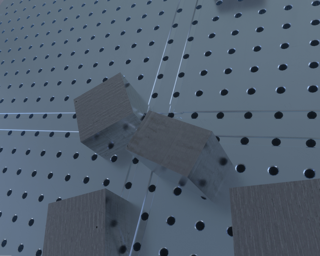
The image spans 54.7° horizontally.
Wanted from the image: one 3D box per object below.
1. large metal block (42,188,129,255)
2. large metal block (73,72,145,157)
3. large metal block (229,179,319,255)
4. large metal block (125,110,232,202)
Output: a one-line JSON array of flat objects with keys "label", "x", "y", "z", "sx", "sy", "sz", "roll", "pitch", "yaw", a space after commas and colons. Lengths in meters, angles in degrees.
[{"label": "large metal block", "x": -0.084, "y": 0.124, "z": 0.358, "sx": 0.080, "sy": 0.050, "sz": 0.080, "roll": -18, "pitch": 55, "yaw": 17}, {"label": "large metal block", "x": -0.069, "y": -0.018, "z": 0.438, "sx": 0.080, "sy": 0.050, "sz": 0.080, "roll": -28, "pitch": 52, "yaw": 10}, {"label": "large metal block", "x": 0.111, "y": 0.095, "z": 0.275, "sx": 0.080, "sy": 0.050, "sz": 0.080, "roll": -11, "pitch": 57, "yaw": 22}, {"label": "large metal block", "x": 0.023, "y": 0.031, "z": 0.341, "sx": 0.080, "sy": 0.080, "sz": 0.050, "roll": 20, "pitch": 73, "yaw": 35}]
